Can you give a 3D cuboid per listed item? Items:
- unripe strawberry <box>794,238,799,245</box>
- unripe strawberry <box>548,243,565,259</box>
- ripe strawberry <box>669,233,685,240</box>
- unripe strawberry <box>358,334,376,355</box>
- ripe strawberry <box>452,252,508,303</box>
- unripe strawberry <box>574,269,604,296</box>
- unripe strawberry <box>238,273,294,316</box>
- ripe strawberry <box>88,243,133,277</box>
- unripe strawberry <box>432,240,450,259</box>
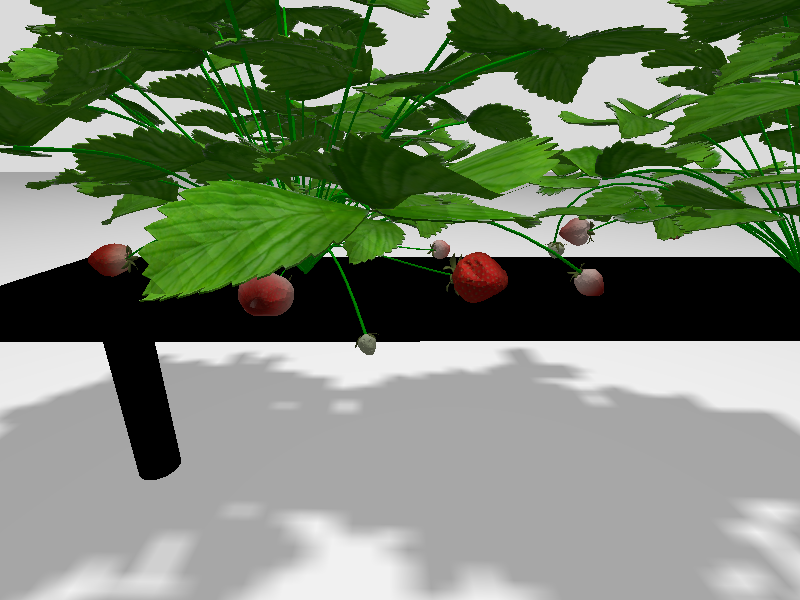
[{"bbox_3d":[0.466,-0.066,0.465,0.011,0.012,0.012,17,26,39],"label":"unripe strawberry"},{"bbox_3d":[0.156,-0.049,0.401,0.016,0.015,0.014,4,20,11],"label":"unripe strawberry"},{"bbox_3d":[0.347,-0.091,0.510,0.030,0.027,0.027,-2,10,-6],"label":"ripe strawberry"},{"bbox_3d":[-0.017,0.024,0.211,0.010,0.011,0.011,-8,-21,-22],"label":"unripe strawberry"},{"bbox_3d":[0.057,-0.015,0.282,0.037,0.036,0.040,11,22,27],"label":"ripe strawberry"},{"bbox_3d":[0.143,-0.013,0.301,0.023,0.020,0.023,42,25,-1],"label":"unripe strawberry"},{"bbox_3d":[-0.087,-0.004,0.257,0.035,0.030,0.035,0,20,1],"label":"unripe strawberry"},{"bbox_3d":[-0.254,-0.035,0.350,0.032,0.027,0.032,-2,20,-2],"label":"ripe strawberry"},{"bbox_3d":[0.043,-0.053,0.418,0.020,0.020,0.019,-9,21,-24],"label":"unripe strawberry"}]
